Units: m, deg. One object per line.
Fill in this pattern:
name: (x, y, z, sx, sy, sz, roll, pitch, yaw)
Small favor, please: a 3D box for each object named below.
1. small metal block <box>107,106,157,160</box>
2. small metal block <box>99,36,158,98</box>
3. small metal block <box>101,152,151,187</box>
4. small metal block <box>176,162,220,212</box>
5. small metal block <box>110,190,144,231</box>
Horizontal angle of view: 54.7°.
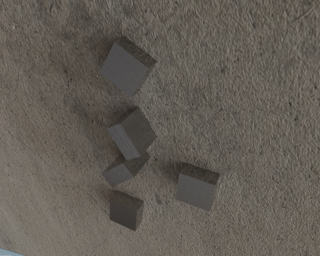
small metal block: (-0.036, 0.007, 0.414, 0.025, 0.050, 0.050, -19, 108, 35)
small metal block: (-0.039, -0.075, 0.381, 0.050, 0.025, 0.050, 39, 129, 2)
small metal block: (-0.049, 0.054, 0.450, 0.050, 0.050, 0.025, -29, 102, 37)
small metal block: (0.052, 0.082, 0.430, 0.050, 0.025, 0.050, 17, 125, 18)
small metal block: (-0.056, 0.140, 0.523, 0.050, 0.025, 0.050, 19, 126, 17)
